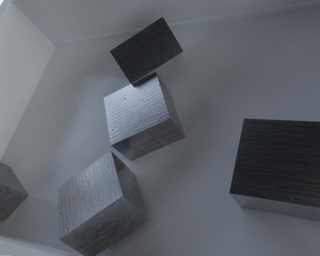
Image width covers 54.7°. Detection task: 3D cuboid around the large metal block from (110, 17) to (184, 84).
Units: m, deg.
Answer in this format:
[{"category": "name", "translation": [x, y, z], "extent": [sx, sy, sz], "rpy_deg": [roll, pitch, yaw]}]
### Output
[{"category": "large metal block", "translation": [-0.016, -0.107, 0.436], "extent": [0.080, 0.050, 0.080], "rpy_deg": [-31, 10, 8]}]

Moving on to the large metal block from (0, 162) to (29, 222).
[{"category": "large metal block", "translation": [-0.254, 0.082, 0.451], "extent": [0.080, 0.080, 0.050], "rpy_deg": [35, 82, 38]}]

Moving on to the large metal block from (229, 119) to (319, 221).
[{"category": "large metal block", "translation": [0.121, 0.039, 0.302], "extent": [0.080, 0.050, 0.080], "rpy_deg": [4, 63, 29]}]

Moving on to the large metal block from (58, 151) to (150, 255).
[{"category": "large metal block", "translation": [-0.068, 0.086, 0.358], "extent": [0.080, 0.050, 0.080], "rpy_deg": [-35, 35, 4]}]

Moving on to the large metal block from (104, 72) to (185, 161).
[{"category": "large metal block", "translation": [-0.022, -0.015, 0.409], "extent": [0.080, 0.050, 0.080], "rpy_deg": [-25, 53, 12]}]
